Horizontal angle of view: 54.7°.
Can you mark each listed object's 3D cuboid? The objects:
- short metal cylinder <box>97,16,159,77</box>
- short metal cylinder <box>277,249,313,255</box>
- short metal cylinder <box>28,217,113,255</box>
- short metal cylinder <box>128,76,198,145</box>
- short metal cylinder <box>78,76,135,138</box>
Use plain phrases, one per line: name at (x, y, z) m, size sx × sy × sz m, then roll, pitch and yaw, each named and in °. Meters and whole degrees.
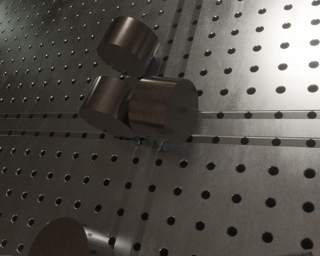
short metal cylinder at (-0.048, -0.121, 0.471) m, size 0.080 × 0.080 × 0.050 m, roll 12°, pitch 68°, yaw 33°
short metal cylinder at (0.103, 0.139, 0.234) m, size 0.050 × 0.080 × 0.080 m, roll -20°, pitch 54°, yaw 16°
short metal cylinder at (-0.101, 0.148, 0.353) m, size 0.080 × 0.050 × 0.080 m, roll -13°, pitch 56°, yaw 20°
short metal cylinder at (0.006, -0.022, 0.382) m, size 0.050 × 0.080 × 0.080 m, roll 11°, pitch 67°, yaw 32°
short metal cylinder at (-0.062, -0.026, 0.420) m, size 0.080 × 0.080 × 0.050 m, roll 9°, pitch 66°, yaw 32°
